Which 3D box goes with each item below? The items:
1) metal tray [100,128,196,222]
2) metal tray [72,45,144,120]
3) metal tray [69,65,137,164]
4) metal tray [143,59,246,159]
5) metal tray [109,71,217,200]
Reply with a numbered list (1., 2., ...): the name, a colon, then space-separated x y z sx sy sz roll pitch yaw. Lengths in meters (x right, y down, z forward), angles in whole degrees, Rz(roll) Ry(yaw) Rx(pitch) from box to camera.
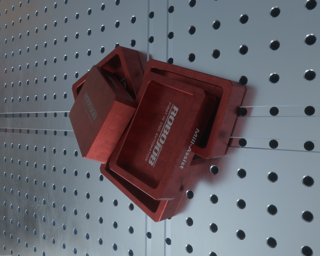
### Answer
1. metal tray: -0.023 0.053 0.426 0.130 0.030 0.089 33 110 35
2. metal tray: -0.078 -0.052 0.472 0.130 0.030 0.090 -28 72 37
3. metal tray: -0.084 -0.023 0.423 0.090 0.030 0.130 -60 34 14
4. metal tray: 0.029 -0.027 0.382 0.130 0.030 0.089 25 105 38
5. metal tray: 0.000 0.007 0.366 0.090 0.030 0.129 26 94 37
